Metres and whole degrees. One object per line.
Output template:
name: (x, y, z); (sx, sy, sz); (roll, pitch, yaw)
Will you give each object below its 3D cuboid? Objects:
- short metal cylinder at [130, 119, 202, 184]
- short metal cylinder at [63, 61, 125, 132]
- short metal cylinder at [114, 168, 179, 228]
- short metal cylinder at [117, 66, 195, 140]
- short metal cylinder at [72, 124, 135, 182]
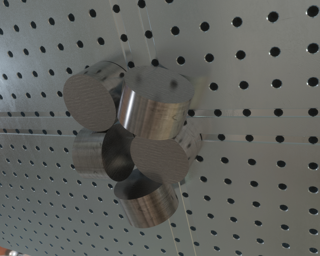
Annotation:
short metal cylinder: (0.009, 0.026, 0.407); (0.080, 0.050, 0.079); (13, 124, 20)
short metal cylinder: (-0.079, -0.042, 0.410); (0.080, 0.050, 0.079); (14, 125, 21)
short metal cylinder: (-0.019, 0.096, 0.444); (0.080, 0.080, 0.050); (-6, 116, 31)
short metal cylinder: (-0.006, -0.031, 0.360); (0.080, 0.080, 0.050); (25, 127, 12)
short metal cylinder: (-0.076, 0.035, 0.438); (0.050, 0.080, 0.080); (-3, 117, 29)
